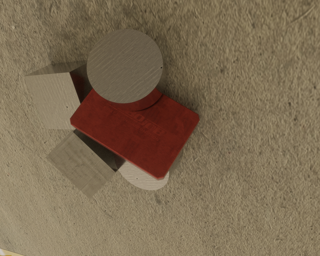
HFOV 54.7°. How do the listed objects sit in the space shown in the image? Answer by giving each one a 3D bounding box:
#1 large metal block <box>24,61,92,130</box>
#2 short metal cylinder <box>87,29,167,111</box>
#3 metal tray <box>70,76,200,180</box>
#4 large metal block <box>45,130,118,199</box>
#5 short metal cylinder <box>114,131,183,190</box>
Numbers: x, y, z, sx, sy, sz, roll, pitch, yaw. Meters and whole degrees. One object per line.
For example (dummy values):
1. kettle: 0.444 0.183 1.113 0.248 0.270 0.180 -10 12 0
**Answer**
1. large metal block: -0.126 -0.045 0.428 0.080 0.050 0.080 1 119 27
2. short metal cylinder: -0.034 -0.062 0.346 0.080 0.050 0.080 -1 84 5
3. metal tray: -0.030 -0.007 0.379 0.130 0.090 0.030 31 168 8
4. large metal block: -0.104 0.046 0.447 0.080 0.080 0.050 44 93 -3
5. short metal cylinder: -0.015 0.038 0.424 0.080 0.050 0.079 13 124 21
